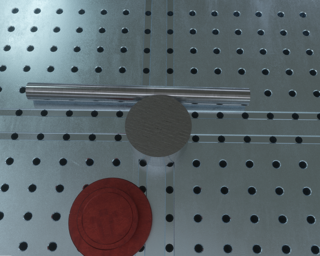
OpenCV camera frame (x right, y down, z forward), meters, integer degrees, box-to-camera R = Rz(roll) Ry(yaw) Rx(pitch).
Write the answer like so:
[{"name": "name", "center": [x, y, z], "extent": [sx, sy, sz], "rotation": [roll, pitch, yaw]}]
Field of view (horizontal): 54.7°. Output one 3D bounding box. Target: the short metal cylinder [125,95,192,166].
[{"name": "short metal cylinder", "center": [-0.002, 0.005, 0.397], "extent": [0.081, 0.050, 0.080], "rotation": [0, 70, 0]}]

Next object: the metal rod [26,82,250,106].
[{"name": "metal rod", "center": [-0.030, -0.047, 0.428], "extent": [0.302, 0.025, 0.025], "rotation": [2, 70, 0]}]

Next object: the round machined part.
[{"name": "round machined part", "center": [-0.058, 0.106, 0.363], "extent": [0.099, 0.042, 0.098], "rotation": [0, 70, 0]}]
